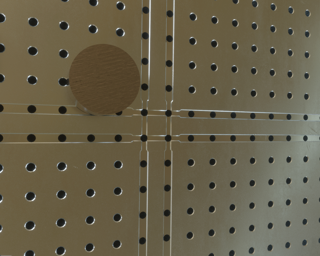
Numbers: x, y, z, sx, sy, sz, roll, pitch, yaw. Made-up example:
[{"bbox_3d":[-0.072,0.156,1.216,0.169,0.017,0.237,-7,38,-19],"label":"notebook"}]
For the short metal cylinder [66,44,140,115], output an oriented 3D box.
[{"bbox_3d":[-0.070,-0.055,0.373,0.081,0.050,0.080,0,90,-20],"label":"short metal cylinder"}]
